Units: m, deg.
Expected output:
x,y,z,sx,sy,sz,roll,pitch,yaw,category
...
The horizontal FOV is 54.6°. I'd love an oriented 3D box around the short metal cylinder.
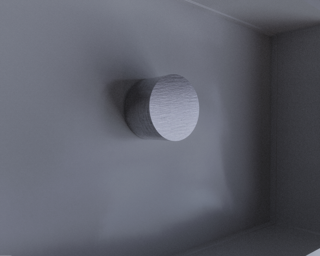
x,y,z,sx,sy,sz,roll,pitch,yaw,category
0.003,-0.024,0.389,0.081,0.050,0.080,0,90,-40,short metal cylinder
